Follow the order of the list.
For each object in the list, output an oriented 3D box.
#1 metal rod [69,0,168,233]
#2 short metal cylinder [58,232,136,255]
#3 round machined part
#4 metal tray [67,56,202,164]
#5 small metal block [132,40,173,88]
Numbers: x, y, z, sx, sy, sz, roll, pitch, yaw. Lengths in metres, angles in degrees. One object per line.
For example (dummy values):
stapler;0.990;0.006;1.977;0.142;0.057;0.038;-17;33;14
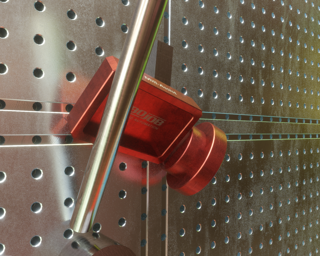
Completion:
metal rod;-0.037;-0.025;0.293;0.025;0.025;0.298;4;115;-40
short metal cylinder;-0.069;0.161;0.337;0.081;0.050;0.079;0;90;-40
round machined part;0.037;0.033;0.398;0.042;0.098;0.098;32;69;-17
metal tray;-0.025;-0.013;0.354;0.131;0.030;0.090;23;114;-38
small metal block;-0.012;-0.074;0.382;0.025;0.050;0.050;13;77;-40
